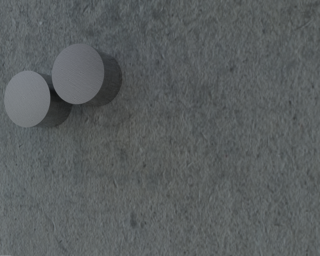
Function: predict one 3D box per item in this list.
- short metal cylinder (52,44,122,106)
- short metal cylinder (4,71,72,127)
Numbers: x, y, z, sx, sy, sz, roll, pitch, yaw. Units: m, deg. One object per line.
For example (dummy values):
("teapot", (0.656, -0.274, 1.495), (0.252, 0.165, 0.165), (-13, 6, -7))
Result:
("short metal cylinder", (-0.100, -0.071, 0.430), (0.080, 0.050, 0.079), (0, 90, 19))
("short metal cylinder", (-0.178, -0.041, 0.457), (0.080, 0.050, 0.079), (0, 90, 19))
